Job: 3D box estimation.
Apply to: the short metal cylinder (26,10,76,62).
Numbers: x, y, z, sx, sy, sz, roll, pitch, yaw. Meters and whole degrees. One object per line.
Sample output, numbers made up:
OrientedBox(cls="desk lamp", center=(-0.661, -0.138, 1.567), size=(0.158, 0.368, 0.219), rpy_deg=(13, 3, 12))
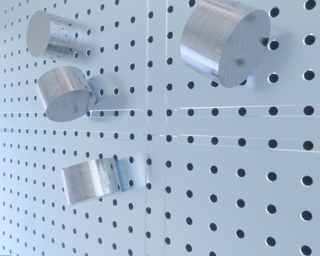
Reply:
OrientedBox(cls="short metal cylinder", center=(-0.195, -0.163, 0.554), size=(0.080, 0.050, 0.079), rpy_deg=(0, 90, 40))

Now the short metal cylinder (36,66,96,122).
OrientedBox(cls="short metal cylinder", center=(-0.151, -0.053, 0.498), size=(0.080, 0.081, 0.050), rpy_deg=(-45, 63, 31))

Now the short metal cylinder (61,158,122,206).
OrientedBox(cls="short metal cylinder", center=(-0.101, 0.080, 0.457), size=(0.080, 0.081, 0.050), rpy_deg=(-25, 74, 37))

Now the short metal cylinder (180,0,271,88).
OrientedBox(cls="short metal cylinder", center=(0.067, -0.088, 0.318), size=(0.050, 0.081, 0.079), rpy_deg=(37, 113, 34))
